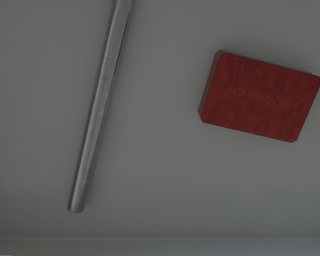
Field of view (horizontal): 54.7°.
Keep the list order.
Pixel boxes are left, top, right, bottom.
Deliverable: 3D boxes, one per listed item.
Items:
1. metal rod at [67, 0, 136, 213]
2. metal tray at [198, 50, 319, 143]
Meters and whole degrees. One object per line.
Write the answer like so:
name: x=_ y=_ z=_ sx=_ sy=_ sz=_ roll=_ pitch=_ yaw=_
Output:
metal rod: x=-0.081 y=-0.018 z=0.403 sx=0.025 sy=0.025 sz=0.298 roll=15 pitch=109 yaw=-6
metal tray: x=0.124 y=-0.039 z=0.396 sx=0.131 sy=0.030 sz=0.089 roll=13 pitch=110 yaw=-5
